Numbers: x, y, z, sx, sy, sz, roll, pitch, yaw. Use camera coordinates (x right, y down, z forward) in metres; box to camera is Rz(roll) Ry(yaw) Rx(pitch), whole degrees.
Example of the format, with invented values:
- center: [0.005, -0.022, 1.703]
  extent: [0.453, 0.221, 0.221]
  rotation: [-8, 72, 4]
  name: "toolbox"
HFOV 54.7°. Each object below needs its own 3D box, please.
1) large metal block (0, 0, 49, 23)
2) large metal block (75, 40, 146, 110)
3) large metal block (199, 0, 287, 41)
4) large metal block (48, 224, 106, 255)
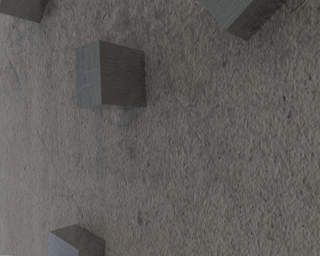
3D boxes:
- center: [-0.261, -0.256, 0.585]
  extent: [0.050, 0.081, 0.080]
  rotation: [49, 119, 29]
  name: "large metal block"
- center: [-0.066, -0.067, 0.424]
  extent: [0.050, 0.081, 0.080]
  rotation: [-4, 88, 40]
  name: "large metal block"
- center: [0.085, -0.151, 0.318]
  extent: [0.080, 0.050, 0.080]
  rotation: [-46, 63, 30]
  name: "large metal block"
- center: [-0.138, 0.213, 0.503]
  extent: [0.080, 0.050, 0.079]
  rotation: [10, 96, 39]
  name: "large metal block"
